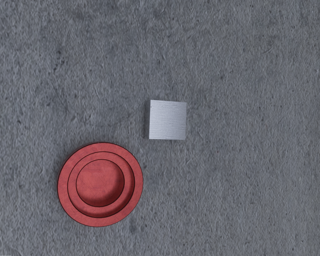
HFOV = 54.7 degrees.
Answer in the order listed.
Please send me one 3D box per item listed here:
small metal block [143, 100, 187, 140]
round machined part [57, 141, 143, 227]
[{"bbox_3d":[0.006,-0.010,0.412,0.050,0.025,0.050,2,89,-21],"label":"small metal block"},{"bbox_3d":[-0.073,0.065,0.374,0.099,0.042,0.097,0,90,-21],"label":"round machined part"}]
